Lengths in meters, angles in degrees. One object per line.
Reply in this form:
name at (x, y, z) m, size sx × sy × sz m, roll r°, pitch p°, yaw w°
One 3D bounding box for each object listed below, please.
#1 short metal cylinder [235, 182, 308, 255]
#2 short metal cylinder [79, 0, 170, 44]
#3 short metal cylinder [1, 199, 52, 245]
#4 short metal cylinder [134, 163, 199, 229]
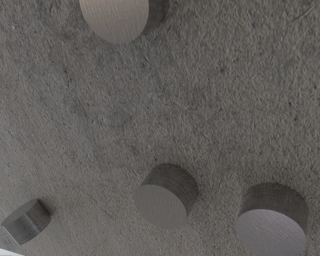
short metal cylinder at (0.141, 0.116, 0.388) m, size 0.080 × 0.050 × 0.079 m, roll 13°, pitch 124°, yaw 21°
short metal cylinder at (-0.037, -0.135, 0.326) m, size 0.080 × 0.050 × 0.079 m, roll 13°, pitch 124°, yaw 21°
short metal cylinder at (-0.272, 0.191, 0.633) m, size 0.080 × 0.080 × 0.050 m, roll -21°, pitch 107°, yaw 36°
short metal cylinder at (0.010, 0.098, 0.446) m, size 0.080 × 0.050 × 0.079 m, roll 13°, pitch 124°, yaw 21°
